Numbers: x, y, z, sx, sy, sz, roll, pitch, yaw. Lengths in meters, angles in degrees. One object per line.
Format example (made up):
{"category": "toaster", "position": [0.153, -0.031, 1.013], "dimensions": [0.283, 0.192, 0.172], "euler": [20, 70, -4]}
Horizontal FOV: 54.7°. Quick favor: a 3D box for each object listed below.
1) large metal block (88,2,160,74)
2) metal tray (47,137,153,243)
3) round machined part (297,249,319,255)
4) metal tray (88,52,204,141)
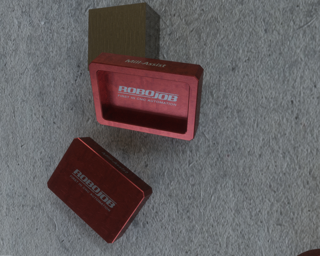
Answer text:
{"category": "large metal block", "position": [-0.047, -0.114, 0.412], "dimensions": [0.080, 0.050, 0.079], "euler": [1, 90, 20]}
{"category": "metal tray", "position": [-0.087, 0.084, 0.437], "dimensions": [0.130, 0.030, 0.090], "euler": [37, 102, 16]}
{"category": "round machined part", "position": [0.183, 0.179, 0.335], "dimensions": [0.098, 0.042, 0.097], "euler": [0, 90, 20]}
{"category": "metal tray", "position": [-0.017, -0.038, 0.380], "dimensions": [0.131, 0.030, 0.089], "euler": [10, 128, 13]}
